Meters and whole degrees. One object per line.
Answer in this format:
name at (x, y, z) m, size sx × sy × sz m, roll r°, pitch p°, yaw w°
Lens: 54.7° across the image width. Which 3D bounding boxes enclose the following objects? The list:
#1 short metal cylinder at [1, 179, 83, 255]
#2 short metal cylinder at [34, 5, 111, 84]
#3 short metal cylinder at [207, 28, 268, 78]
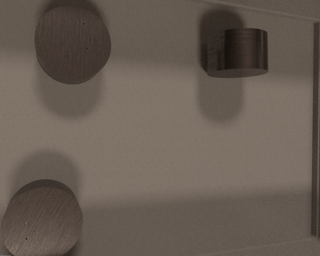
short metal cylinder at (-0.131, 0.102, 0.349) m, size 0.081 × 0.050 × 0.079 m, roll 0°, pitch 90°, yaw -21°
short metal cylinder at (-0.102, -0.093, 0.360) m, size 0.081 × 0.050 × 0.079 m, roll 0°, pitch 90°, yaw -20°
short metal cylinder at (0.105, -0.099, 0.421) m, size 0.081 × 0.080 × 0.050 m, roll -1°, pitch 91°, yaw -20°
